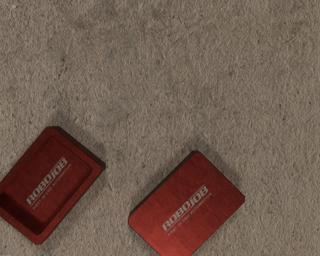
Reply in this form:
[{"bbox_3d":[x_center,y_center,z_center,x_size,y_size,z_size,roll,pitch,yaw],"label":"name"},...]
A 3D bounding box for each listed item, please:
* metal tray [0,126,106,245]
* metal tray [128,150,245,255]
[{"bbox_3d":[-0.147,0.073,0.405,0.090,0.030,0.130,39,90,-1],"label":"metal tray"},{"bbox_3d":[0.034,0.105,0.408,0.130,0.030,0.090,-45,91,0],"label":"metal tray"}]
